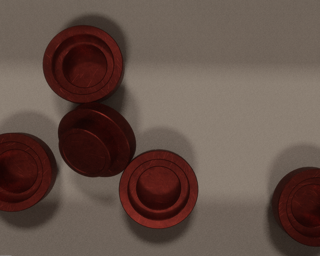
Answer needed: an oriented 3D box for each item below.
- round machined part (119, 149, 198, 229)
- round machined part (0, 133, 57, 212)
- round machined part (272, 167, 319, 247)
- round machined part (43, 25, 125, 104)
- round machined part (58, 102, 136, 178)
[{"bbox_3d":[-0.002,0.076,0.403,0.099,0.042,0.097,0,90,-1],"label":"round machined part"},{"bbox_3d":[-0.182,0.054,0.401,0.099,0.042,0.097,0,90,-1],"label":"round machined part"},{"bbox_3d":[0.195,0.099,0.406,0.099,0.042,0.097,0,90,-1],"label":"round machined part"},{"bbox_3d":[-0.095,-0.078,0.401,0.099,0.042,0.097,0,88,-1],"label":"round machined part"},{"bbox_3d":[-0.083,0.021,0.379,0.098,0.042,0.097,9,120,16],"label":"round machined part"}]
